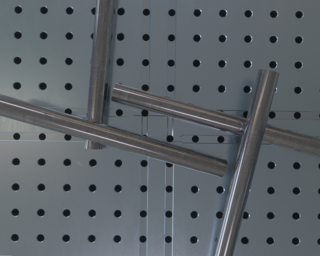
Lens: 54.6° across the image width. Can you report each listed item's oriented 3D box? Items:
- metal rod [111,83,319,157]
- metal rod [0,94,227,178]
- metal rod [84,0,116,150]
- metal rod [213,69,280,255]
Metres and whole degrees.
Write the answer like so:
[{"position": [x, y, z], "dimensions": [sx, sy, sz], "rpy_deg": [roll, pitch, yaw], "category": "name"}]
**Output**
[{"position": [0.085, -0.008, 0.413], "dimensions": [0.301, 0.025, 0.025], "rpy_deg": [15, 90, 0], "category": "metal rod"}, {"position": [-0.058, 0.012, 0.391], "dimensions": [0.302, 0.025, 0.025], "rpy_deg": [17, 90, -9], "category": "metal rod"}, {"position": [-0.076, -0.121, 0.412], "dimensions": [0.025, 0.025, 0.298], "rpy_deg": [5, 90, 0], "category": "metal rod"}, {"position": [0.102, 0.076, 0.396], "dimensions": [0.025, 0.025, 0.298], "rpy_deg": [12, 97, 0], "category": "metal rod"}]
